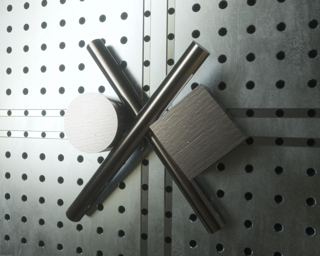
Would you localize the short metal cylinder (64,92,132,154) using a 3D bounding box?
[{"bbox_3d":[-0.082,-0.007,0.424,0.080,0.050,0.079,0,90,20],"label":"short metal cylinder"}]

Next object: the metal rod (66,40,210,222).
[{"bbox_3d":[-0.040,0.018,0.400,0.025,0.025,0.299,44,112,14],"label":"metal rod"}]

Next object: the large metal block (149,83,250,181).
[{"bbox_3d":[0.049,0.005,0.377,0.080,0.050,0.080,-40,78,15],"label":"large metal block"}]

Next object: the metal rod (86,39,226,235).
[{"bbox_3d":[-0.011,0.003,0.412,0.025,0.025,0.299,-37,78,16],"label":"metal rod"}]
